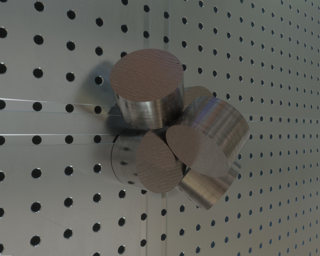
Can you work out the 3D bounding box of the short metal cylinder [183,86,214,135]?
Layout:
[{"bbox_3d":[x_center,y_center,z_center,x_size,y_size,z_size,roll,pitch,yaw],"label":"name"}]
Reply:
[{"bbox_3d":[0.036,-0.015,0.424,0.081,0.050,0.079,0,90,-40],"label":"short metal cylinder"}]

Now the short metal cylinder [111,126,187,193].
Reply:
[{"bbox_3d":[-0.012,0.037,0.384,0.081,0.050,0.079,0,90,-40],"label":"short metal cylinder"}]

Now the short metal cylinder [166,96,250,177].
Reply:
[{"bbox_3d":[0.054,0.010,0.354,0.050,0.080,0.080,-49,120,-29],"label":"short metal cylinder"}]

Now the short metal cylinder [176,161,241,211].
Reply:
[{"bbox_3d":[0.064,0.065,0.420,0.050,0.080,0.080,39,61,6],"label":"short metal cylinder"}]

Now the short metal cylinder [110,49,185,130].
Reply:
[{"bbox_3d":[-0.012,-0.045,0.355,0.080,0.080,0.050,-54,156,-27],"label":"short metal cylinder"}]
